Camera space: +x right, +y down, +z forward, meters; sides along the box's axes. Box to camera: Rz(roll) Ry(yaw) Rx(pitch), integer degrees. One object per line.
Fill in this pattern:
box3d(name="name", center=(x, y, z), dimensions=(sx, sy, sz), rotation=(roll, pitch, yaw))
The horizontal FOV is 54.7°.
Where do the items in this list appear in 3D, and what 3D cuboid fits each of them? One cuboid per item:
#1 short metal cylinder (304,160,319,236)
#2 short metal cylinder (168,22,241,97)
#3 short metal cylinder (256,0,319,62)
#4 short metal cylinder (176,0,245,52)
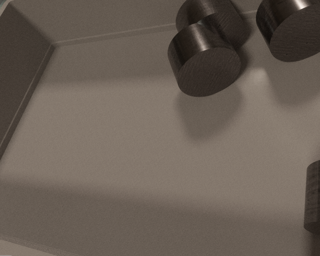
box3d(name="short metal cylinder", center=(0.161, 0.061, 0.249), dimensions=(0.080, 0.080, 0.050), rotation=(1, 63, 28))
box3d(name="short metal cylinder", center=(0.055, -0.085, 0.393), dimensions=(0.080, 0.080, 0.050), rotation=(-25, 53, 12))
box3d(name="short metal cylinder", center=(0.160, -0.125, 0.363), dimensions=(0.080, 0.080, 0.050), rotation=(-21, 54, 15))
box3d(name="short metal cylinder", center=(0.066, -0.134, 0.417), dimensions=(0.080, 0.080, 0.050), rotation=(-25, 53, 12))
